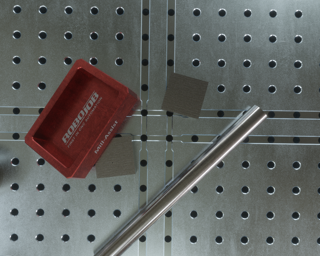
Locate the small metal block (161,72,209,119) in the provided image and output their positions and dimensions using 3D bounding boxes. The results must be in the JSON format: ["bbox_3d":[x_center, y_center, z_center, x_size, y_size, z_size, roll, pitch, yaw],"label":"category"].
[{"bbox_3d":[0.032,-0.042,0.413,0.050,0.025,0.050,15,90,0],"label":"small metal block"}]

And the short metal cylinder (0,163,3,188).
[{"bbox_3d":[-0.256,0.065,0.399,0.081,0.050,0.080,0,90,0],"label":"short metal cylinder"}]

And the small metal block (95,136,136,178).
[{"bbox_3d":[-0.059,0.038,0.413,0.050,0.025,0.050,-6,90,0],"label":"small metal block"}]

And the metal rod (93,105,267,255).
[{"bbox_3d":[0.025,0.081,0.413,0.300,0.025,0.025,-43,90,0],"label":"metal rod"}]

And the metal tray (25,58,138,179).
[{"bbox_3d":[-0.101,-0.012,0.394,0.090,0.030,0.130,34,90,21],"label":"metal tray"}]
